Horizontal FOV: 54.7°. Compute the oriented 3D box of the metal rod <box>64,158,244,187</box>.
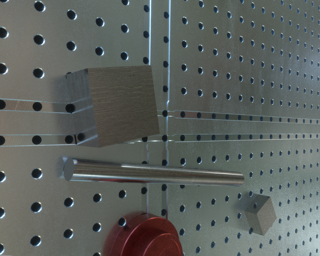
[{"bbox_3d":[0.017,0.065,0.425,0.302,0.025,0.025,11,83,-40],"label":"metal rod"}]

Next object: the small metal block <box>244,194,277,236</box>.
[{"bbox_3d":[0.186,0.159,0.569,0.050,0.025,0.050,-35,112,-35],"label":"small metal block"}]

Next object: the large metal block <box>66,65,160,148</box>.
[{"bbox_3d":[-0.052,-0.026,0.351,0.081,0.050,0.079,-13,98,-40],"label":"large metal block"}]

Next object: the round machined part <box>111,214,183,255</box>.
[{"bbox_3d":[-0.010,0.163,0.393,0.099,0.042,0.097,0,90,-40],"label":"round machined part"}]
